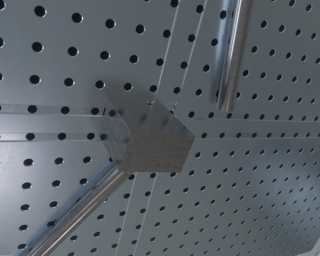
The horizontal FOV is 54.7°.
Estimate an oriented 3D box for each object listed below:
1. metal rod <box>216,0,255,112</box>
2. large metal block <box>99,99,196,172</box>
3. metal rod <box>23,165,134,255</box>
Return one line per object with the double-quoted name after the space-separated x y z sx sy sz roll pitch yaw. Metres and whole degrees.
0.101 -0.157 0.368 0.025 0.025 0.298 -11 123 -23 "metal rod"
-0.019 0.009 0.371 0.081 0.080 0.050 6 116 -31 "large metal block"
-0.132 0.138 0.423 0.300 0.025 0.025 -44 129 2 "metal rod"
